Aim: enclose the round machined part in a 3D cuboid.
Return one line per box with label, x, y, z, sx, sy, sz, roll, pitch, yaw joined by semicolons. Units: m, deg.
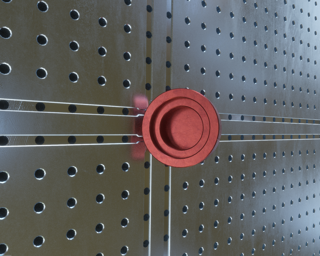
round machined part;0.030;0.001;0.398;0.042;0.098;0.098;8;84;-71
